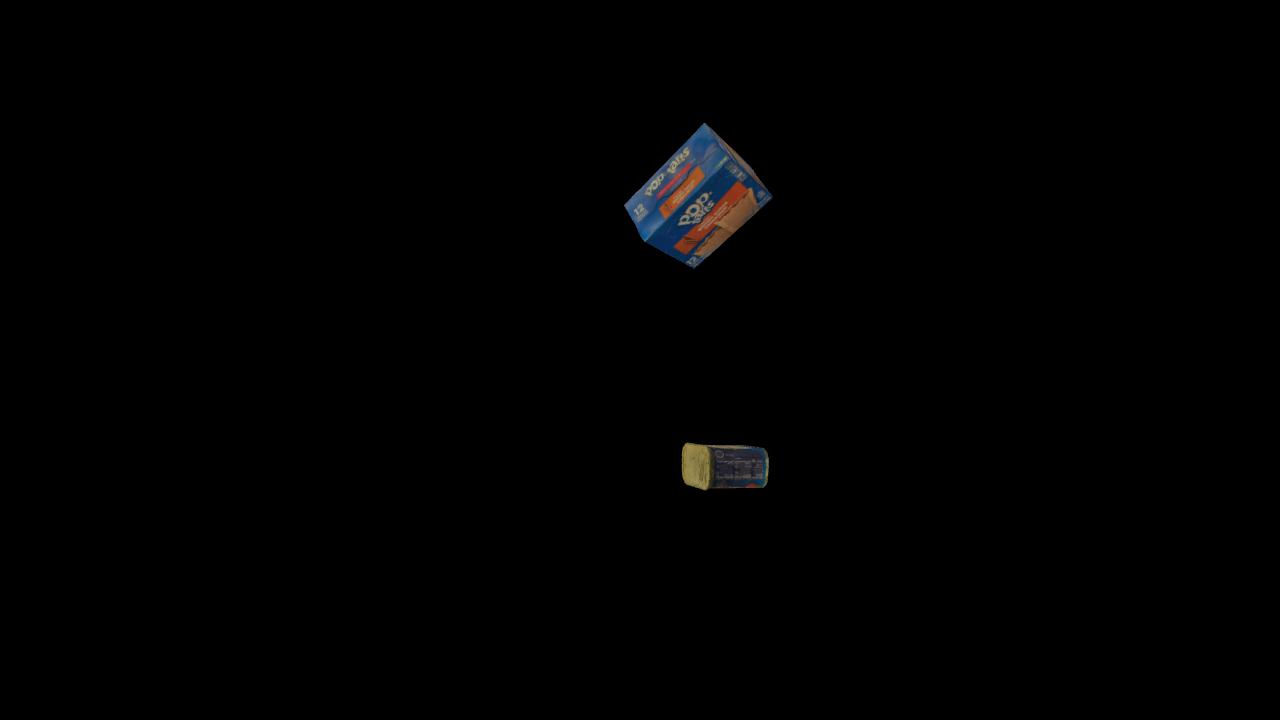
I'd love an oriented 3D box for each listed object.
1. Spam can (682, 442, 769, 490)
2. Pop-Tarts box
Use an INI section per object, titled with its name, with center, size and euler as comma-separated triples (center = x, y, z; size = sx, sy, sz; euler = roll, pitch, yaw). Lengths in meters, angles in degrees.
[Spam can]
center = 0.112, 0.141, 0.823
size = 0.085, 0.058, 0.101
euler = 2, -5, -16
[Pop-Tarts box]
center = 0.088, -0.237, 0.920
size = 0.167, 0.083, 0.141
euler = -41, -32, 22
